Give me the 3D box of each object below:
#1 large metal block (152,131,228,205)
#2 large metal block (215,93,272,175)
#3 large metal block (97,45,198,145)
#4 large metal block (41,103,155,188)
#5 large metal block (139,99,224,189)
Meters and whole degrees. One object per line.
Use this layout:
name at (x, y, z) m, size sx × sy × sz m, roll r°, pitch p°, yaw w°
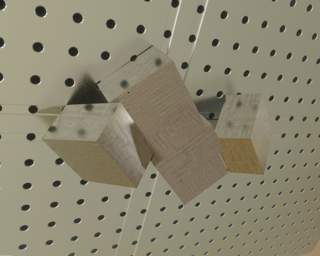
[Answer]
large metal block at (0.041, 0.051, 0.448) m, size 0.080 × 0.050 × 0.080 m, roll -35°, pitch 128°, yaw -5°
large metal block at (0.120, 0.009, 0.438) m, size 0.080 × 0.050 × 0.080 m, roll 58°, pitch 44°, yaw -39°
large metal block at (-0.013, -0.035, 0.365) m, size 0.080 × 0.050 × 0.080 m, roll -35°, pitch 130°, yaw -3°
large metal block at (-0.065, 0.019, 0.342) m, size 0.080 × 0.080 × 0.050 m, roll 58°, pitch 45°, yaw -39°
large metal block at (0.019, 0.015, 0.394) m, size 0.080 × 0.080 × 0.050 m, roll -36°, pitch 131°, yaw -4°
